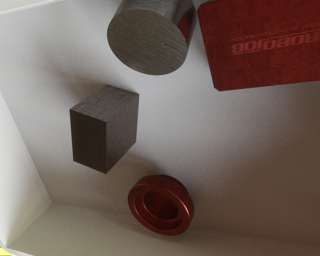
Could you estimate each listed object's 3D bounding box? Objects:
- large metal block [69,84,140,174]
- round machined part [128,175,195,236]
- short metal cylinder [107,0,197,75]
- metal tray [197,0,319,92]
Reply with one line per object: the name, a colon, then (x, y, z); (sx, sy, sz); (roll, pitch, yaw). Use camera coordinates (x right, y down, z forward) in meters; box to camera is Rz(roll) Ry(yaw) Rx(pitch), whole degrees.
large metal block: (-0.070, -0.001, 0.408); (0.050, 0.080, 0.079); (19, 126, 17)
round machined part: (0.005, 0.109, 0.461); (0.098, 0.042, 0.097); (13, 124, 20)
short metal cylinder: (-0.007, -0.100, 0.315); (0.080, 0.050, 0.080); (11, 146, 8)
metal tray: (0.109, -0.088, 0.293); (0.130, 0.030, 0.089); (-3, 117, 29)
